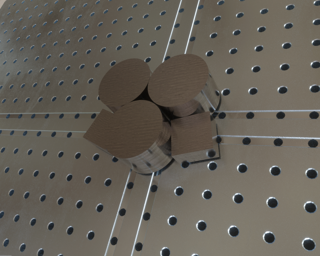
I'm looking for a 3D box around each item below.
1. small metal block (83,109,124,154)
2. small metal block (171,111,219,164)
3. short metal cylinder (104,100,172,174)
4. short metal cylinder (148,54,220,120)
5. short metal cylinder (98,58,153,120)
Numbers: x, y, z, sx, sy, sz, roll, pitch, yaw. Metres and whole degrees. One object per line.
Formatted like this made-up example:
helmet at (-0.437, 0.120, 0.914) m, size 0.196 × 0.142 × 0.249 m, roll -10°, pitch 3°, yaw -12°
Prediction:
small metal block at (-0.072, 0.006, 0.438) m, size 0.050 × 0.025 × 0.050 m, roll 23°, pitch 74°, yaw 36°
small metal block at (0.042, 0.012, 0.375) m, size 0.050 × 0.025 × 0.050 m, roll -13°, pitch 56°, yaw 21°
short metal cylinder at (-0.023, 0.012, 0.393) m, size 0.080 × 0.050 × 0.080 m, roll -13°, pitch 56°, yaw 21°
short metal cylinder at (0.031, -0.048, 0.401) m, size 0.080 × 0.050 × 0.080 m, roll -13°, pitch 56°, yaw 21°
short metal cylinder at (-0.039, -0.051, 0.439) m, size 0.080 × 0.050 × 0.080 m, roll -13°, pitch 56°, yaw 21°
